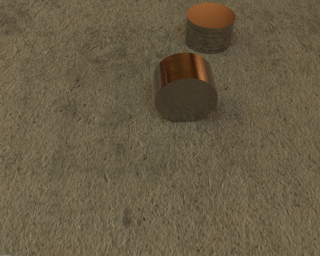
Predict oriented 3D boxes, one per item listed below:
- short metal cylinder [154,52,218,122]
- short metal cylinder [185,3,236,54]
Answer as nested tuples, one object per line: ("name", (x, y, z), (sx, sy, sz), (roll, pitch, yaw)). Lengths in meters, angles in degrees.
("short metal cylinder", (0.033, -0.052, 0.412), (0.081, 0.080, 0.050), (-2, 50, -2))
("short metal cylinder", (0.085, -0.172, 0.532), (0.080, 0.050, 0.080), (0, 50, 0))
